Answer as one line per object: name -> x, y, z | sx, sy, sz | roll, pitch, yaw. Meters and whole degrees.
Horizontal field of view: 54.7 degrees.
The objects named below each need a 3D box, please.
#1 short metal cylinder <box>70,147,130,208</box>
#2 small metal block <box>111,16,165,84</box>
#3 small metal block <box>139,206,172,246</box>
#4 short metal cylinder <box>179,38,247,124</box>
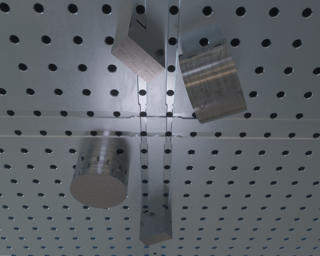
short metal cylinder -> -0.087, 0.074, 0.458 | 0.081, 0.050, 0.079 | 0, 130, 0
small metal block -> -0.021, -0.082, 0.325 | 0.050, 0.050, 0.025 | 37, 121, -27
small metal block -> -0.007, 0.172, 0.542 | 0.050, 0.050, 0.025 | -22, 127, 18
short metal cylinder -> 0.058, -0.049, 0.334 | 0.050, 0.080, 0.080 | -17, 128, 14
